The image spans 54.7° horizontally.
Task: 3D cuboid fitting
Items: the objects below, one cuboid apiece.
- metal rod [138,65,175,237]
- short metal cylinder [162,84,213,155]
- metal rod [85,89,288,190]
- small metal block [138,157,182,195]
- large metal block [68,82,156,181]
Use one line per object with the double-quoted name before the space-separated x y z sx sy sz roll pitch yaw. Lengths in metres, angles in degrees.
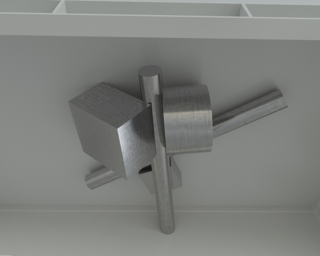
"metal rod" 0.001 0.055 0.420 0.025 0.025 0.298 -4 129 3
"short metal cylinder" 0.030 -0.010 0.362 0.050 0.080 0.079 -4 130 1
"metal rod" 0.022 0.023 0.426 0.300 0.025 0.025 -25 126 19
"small metal block" 0.001 0.070 0.467 0.050 0.025 0.050 -17 129 13
"large metal block" -0.054 0.003 0.367 0.080 0.050 0.079 27 139 31
